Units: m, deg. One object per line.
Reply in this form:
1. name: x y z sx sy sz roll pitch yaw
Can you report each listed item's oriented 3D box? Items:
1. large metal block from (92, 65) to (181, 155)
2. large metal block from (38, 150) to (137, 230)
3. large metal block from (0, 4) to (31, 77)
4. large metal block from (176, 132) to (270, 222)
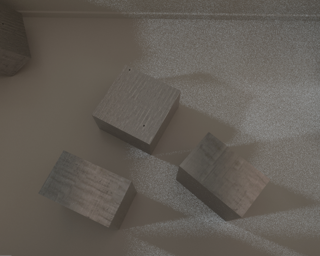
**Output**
1. large metal block: -0.028 -0.023 0.404 0.080 0.050 0.080 27 72 9
2. large metal block: -0.076 0.074 0.353 0.080 0.080 0.050 23 72 8
3. large metal block: -0.231 -0.124 0.417 0.050 0.080 0.080 -30 68 29
4. large metal block: 0.067 0.060 0.359 0.080 0.080 0.050 39 75 13
